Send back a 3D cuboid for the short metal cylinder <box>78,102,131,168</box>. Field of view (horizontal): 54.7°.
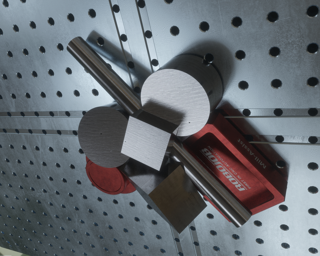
[{"bbox_3d":[-0.060,0.007,0.412,0.080,0.050,0.079,4,103,19],"label":"short metal cylinder"}]

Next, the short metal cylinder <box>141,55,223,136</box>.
[{"bbox_3d":[0.026,-0.038,0.354,0.080,0.050,0.079,13,124,21],"label":"short metal cylinder"}]

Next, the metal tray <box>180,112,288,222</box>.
[{"bbox_3d":[0.082,0.054,0.393,0.130,0.030,0.090,45,129,-4],"label":"metal tray"}]

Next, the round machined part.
[{"bbox_3d":[-0.073,0.062,0.471,0.098,0.042,0.097,13,124,21],"label":"round machined part"}]

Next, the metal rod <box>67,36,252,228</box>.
[{"bbox_3d":[-0.006,-0.001,0.377,0.300,0.025,0.025,46,130,8],"label":"metal rod"}]

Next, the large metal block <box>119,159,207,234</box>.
[{"bbox_3d":[0.003,0.077,0.402,0.080,0.050,0.080,26,154,55],"label":"large metal block"}]

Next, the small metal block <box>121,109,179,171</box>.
[{"bbox_3d":[-0.012,0.013,0.352,0.050,0.025,0.050,24,119,14],"label":"small metal block"}]
